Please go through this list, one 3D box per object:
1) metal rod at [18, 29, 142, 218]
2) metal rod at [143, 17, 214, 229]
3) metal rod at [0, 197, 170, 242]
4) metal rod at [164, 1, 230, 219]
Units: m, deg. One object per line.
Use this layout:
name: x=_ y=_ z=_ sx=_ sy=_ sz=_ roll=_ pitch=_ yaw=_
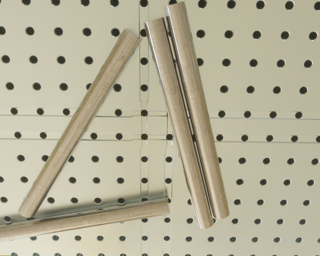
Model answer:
metal rod: x=-0.114 y=0.005 z=0.414 sx=0.025 sy=0.025 sz=0.299 roll=32 pitch=107 yaw=-11
metal rod: x=0.030 y=0.008 z=0.416 sx=0.025 sy=0.025 sz=0.299 roll=-14 pitch=110 yaw=5
metal rod: x=-0.135 y=0.141 z=0.464 sx=0.301 sy=0.025 sz=0.025 roll=-10 pitch=110 yaw=3
metal rod: x=0.054 y=-0.008 z=0.410 sx=0.025 sy=0.025 sz=0.299 roll=-14 pitch=110 yaw=5
